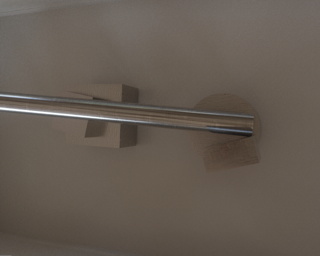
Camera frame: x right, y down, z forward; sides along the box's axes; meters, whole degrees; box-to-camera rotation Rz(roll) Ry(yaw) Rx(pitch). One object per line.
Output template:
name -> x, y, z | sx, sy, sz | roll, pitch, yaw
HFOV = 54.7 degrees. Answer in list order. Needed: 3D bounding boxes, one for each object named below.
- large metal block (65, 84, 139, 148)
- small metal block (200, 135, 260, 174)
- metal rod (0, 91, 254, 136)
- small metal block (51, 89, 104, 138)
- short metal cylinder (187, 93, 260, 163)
large metal block -> -0.078, -0.017, 0.420 | 0.080, 0.050, 0.079 | 3, 91, 19
small metal block -> 0.073, 0.026, 0.315 | 0.050, 0.050, 0.025 | -15, 85, 19
metal rod -> -0.051, -0.018, 0.351 | 0.301, 0.025, 0.025 | 6, 92, 11
small metal block -> -0.104, -0.018, 0.391 | 0.050, 0.025, 0.050 | 14, 94, 19
short metal cylinder -> 0.077, 0.001, 0.368 | 0.080, 0.050, 0.079 | 0, 90, 19
